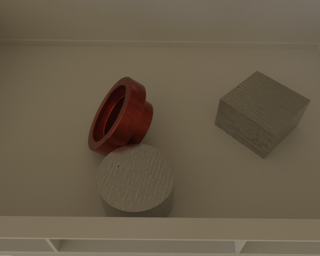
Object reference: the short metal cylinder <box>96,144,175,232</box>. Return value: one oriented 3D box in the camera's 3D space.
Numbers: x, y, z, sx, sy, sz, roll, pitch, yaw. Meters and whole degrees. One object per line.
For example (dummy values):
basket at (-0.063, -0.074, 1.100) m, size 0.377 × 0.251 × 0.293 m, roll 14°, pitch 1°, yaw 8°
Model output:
short metal cylinder at (-0.025, 0.064, 0.335) m, size 0.081 × 0.050 × 0.080 m, roll 0°, pitch 50°, yaw 0°

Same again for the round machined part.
round machined part at (-0.045, -0.010, 0.378) m, size 0.042 × 0.098 × 0.098 m, roll 28°, pitch 44°, yaw -26°

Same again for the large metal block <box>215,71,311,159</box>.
large metal block at (0.132, -0.020, 0.407) m, size 0.080 × 0.050 × 0.080 m, roll -36°, pitch 59°, yaw -27°

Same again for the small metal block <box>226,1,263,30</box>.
small metal block at (0.160, -0.215, 0.591) m, size 0.050 × 0.025 × 0.050 m, roll -9°, pitch 51°, yaw -8°
